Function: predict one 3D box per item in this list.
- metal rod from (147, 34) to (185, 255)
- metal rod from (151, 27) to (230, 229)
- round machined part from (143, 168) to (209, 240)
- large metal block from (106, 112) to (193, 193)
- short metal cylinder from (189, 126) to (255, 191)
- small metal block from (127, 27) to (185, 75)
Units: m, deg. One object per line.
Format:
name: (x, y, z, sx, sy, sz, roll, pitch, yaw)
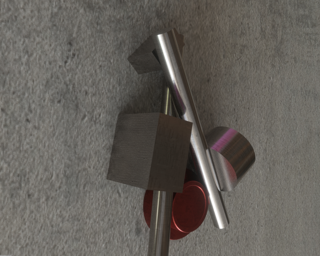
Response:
metal rod: (0.009, 0.021, 0.396, 0.025, 0.025, 0.299, 15, 74, -39)
metal rod: (0.048, 0.020, 0.404, 0.025, 0.025, 0.298, -40, 123, -33)
round machined part: (0.028, 0.103, 0.422, 0.099, 0.042, 0.097, 0, 90, -40)
large metal block: (-0.014, 0.028, 0.361, 0.050, 0.080, 0.080, 15, 80, -39)
short metal cylinder: (0.089, 0.044, 0.448, 0.050, 0.080, 0.080, -40, 115, -33)
small metal block: (-0.005, -0.095, 0.387, 0.050, 0.050, 0.025, -52, 121, -27)
